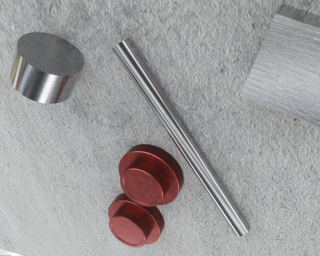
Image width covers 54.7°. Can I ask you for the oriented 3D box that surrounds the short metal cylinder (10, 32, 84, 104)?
[{"bbox_3d":[-0.146,-0.078,0.400,0.080,0.080,0.050,39,129,2],"label":"short metal cylinder"}]

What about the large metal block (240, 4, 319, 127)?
[{"bbox_3d":[0.132,-0.058,0.286,0.080,0.050,0.079,25,127,13],"label":"large metal block"}]

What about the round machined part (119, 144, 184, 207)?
[{"bbox_3d":[-0.018,0.076,0.453,0.098,0.042,0.097,13,124,21],"label":"round machined part"}]

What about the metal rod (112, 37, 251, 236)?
[{"bbox_3d":[0.034,0.021,0.401,0.025,0.025,0.299,-24,106,36],"label":"metal rod"}]

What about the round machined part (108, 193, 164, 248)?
[{"bbox_3d":[-0.046,0.160,0.519,0.098,0.042,0.097,13,124,21],"label":"round machined part"}]
